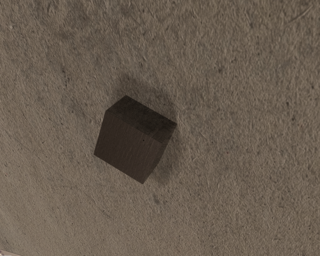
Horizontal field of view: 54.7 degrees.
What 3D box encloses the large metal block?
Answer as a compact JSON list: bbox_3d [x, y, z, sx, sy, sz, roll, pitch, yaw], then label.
[{"bbox_3d":[-0.035,0.016,0.417,0.080,0.050,0.079,30,128,8],"label":"large metal block"}]
